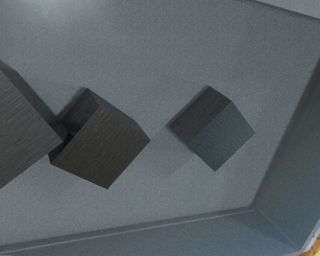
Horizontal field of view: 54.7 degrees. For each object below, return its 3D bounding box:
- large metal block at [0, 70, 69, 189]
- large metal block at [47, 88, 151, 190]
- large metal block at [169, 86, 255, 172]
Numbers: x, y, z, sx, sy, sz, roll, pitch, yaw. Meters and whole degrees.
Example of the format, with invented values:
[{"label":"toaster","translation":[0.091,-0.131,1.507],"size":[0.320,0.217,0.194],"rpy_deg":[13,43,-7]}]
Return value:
[{"label":"large metal block","translation":[-0.148,0.002,0.294],"size":[0.080,0.050,0.080],"rpy_deg":[-38,104,-3]},{"label":"large metal block","translation":[-0.073,0.014,0.363],"size":[0.080,0.050,0.080],"rpy_deg":[-49,129,6]},{"label":"large metal block","translation":[0.074,0.003,0.437],"size":[0.080,0.050,0.080],"rpy_deg":[-45,130,3]}]
